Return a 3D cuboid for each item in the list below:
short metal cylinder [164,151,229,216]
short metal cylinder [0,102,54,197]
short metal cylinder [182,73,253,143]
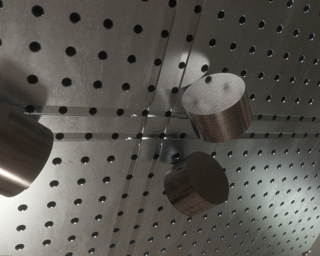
[{"bbox_3d":[0.053,0.080,0.447,0.081,0.080,0.050,15,140,-35],"label":"short metal cylinder"},{"bbox_3d":[-0.153,0.021,0.306,0.080,0.080,0.050,-46,130,3],"label":"short metal cylinder"},{"bbox_3d":[0.075,-0.027,0.402,0.080,0.080,0.050,-33,129,-7],"label":"short metal cylinder"}]
